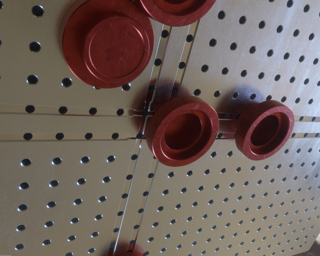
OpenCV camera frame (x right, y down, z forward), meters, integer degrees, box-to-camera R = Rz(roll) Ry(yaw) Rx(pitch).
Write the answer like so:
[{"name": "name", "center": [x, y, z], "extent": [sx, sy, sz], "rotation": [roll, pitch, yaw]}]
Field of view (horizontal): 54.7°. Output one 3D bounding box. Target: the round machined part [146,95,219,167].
[{"name": "round machined part", "center": [0.026, 0.001, 0.417], "extent": [0.099, 0.042, 0.097], "rotation": [-14, 124, -21]}]

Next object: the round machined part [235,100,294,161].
[{"name": "round machined part", "center": [0.159, 0.000, 0.490], "extent": [0.099, 0.042, 0.097], "rotation": [-14, 125, -21]}]

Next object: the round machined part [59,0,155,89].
[{"name": "round machined part", "center": [-0.050, -0.086, 0.321], "extent": [0.099, 0.042, 0.097], "rotation": [-14, 125, -21]}]

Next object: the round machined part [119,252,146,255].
[{"name": "round machined part", "center": [-0.058, 0.266, 0.535], "extent": [0.099, 0.042, 0.097], "rotation": [-14, 125, -21]}]

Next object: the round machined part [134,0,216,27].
[{"name": "round machined part", "center": [0.013, -0.156, 0.311], "extent": [0.099, 0.042, 0.097], "rotation": [-14, 123, -22]}]
